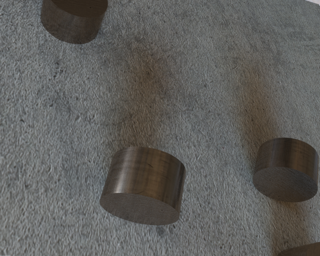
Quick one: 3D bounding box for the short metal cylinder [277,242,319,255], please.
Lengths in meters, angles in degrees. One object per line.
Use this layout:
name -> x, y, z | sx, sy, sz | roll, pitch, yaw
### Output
short metal cylinder -> 0.187, 0.185, 0.375 | 0.081, 0.050, 0.080 | 14, 56, -21

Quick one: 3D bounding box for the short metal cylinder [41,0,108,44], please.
short metal cylinder -> -0.118, -0.162, 0.423 | 0.081, 0.050, 0.080 | 14, 56, -21

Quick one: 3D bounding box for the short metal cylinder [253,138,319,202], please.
short metal cylinder -> 0.173, 0.058, 0.426 | 0.080, 0.080, 0.050 | 32, 52, -8

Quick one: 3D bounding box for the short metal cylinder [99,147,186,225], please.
short metal cylinder -> -0.016, 0.062, 0.322 | 0.080, 0.080, 0.050 | 23, 53, -15
